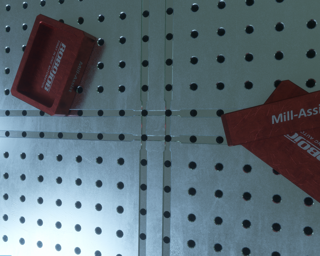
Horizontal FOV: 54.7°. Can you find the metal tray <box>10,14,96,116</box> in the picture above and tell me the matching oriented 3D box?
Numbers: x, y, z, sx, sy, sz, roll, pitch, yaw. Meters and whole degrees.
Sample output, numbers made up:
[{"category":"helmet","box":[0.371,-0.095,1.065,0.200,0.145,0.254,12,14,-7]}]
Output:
[{"category":"metal tray","box":[-0.162,-0.093,0.465,0.090,0.030,0.129,26,98,17]}]

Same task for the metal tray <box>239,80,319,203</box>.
[{"category":"metal tray","box":[0.168,0.018,0.351,0.130,0.030,0.090,38,102,15]}]

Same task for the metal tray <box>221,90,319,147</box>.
[{"category":"metal tray","box":[0.132,-0.012,0.299,0.130,0.090,0.030,-14,86,19]}]
